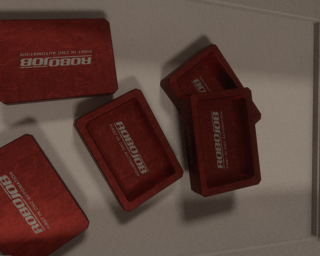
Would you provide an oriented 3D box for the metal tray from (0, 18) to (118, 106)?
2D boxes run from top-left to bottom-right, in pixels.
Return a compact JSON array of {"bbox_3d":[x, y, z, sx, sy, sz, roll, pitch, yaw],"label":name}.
[{"bbox_3d":[-0.121,-0.078,0.363,0.131,0.030,0.089,-8,93,-20],"label":"metal tray"}]

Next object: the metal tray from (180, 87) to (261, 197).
[{"bbox_3d":[0.080,0.016,0.406,0.091,0.030,0.129,-8,93,-20],"label":"metal tray"}]

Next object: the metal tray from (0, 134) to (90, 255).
[{"bbox_3d":[-0.153,0.082,0.352,0.090,0.030,0.130,-33,101,-17],"label":"metal tray"}]

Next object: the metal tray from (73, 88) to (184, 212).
[{"bbox_3d":[-0.038,0.027,0.394,0.091,0.030,0.129,-31,100,-18],"label":"metal tray"}]

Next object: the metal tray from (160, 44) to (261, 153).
[{"bbox_3d":[0.074,-0.039,0.436,0.090,0.030,0.130,-40,103,-16],"label":"metal tray"}]
